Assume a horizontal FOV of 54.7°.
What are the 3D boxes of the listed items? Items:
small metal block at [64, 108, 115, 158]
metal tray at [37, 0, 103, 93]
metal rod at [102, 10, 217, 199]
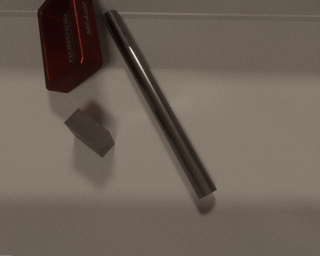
[{"bbox_3d":[-0.088,0.007,0.393,0.050,0.050,0.025,36,74,12],"label":"small metal block"},{"bbox_3d":[-0.124,-0.123,0.416,0.030,0.090,0.129,5,67,-47],"label":"metal tray"},{"bbox_3d":[-0.008,-0.044,0.425,0.025,0.025,0.299,-25,72,-9],"label":"metal rod"}]
